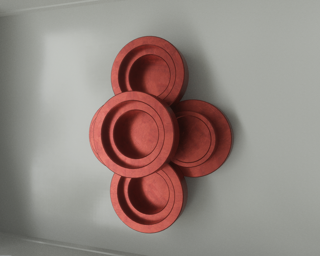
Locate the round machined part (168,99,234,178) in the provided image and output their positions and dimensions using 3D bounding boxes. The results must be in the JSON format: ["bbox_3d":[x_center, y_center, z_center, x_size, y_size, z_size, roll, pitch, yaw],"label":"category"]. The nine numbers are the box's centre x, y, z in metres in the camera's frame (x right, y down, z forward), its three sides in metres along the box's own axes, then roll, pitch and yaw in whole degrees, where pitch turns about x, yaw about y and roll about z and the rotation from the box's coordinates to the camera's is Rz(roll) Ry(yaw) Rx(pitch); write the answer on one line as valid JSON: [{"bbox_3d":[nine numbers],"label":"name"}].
[{"bbox_3d":[0.039,0.013,0.384,0.098,0.042,0.097,0,90,19],"label":"round machined part"}]

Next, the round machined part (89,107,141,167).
[{"bbox_3d":[-0.054,0.009,0.418,0.098,0.042,0.097,0,90,19],"label":"round machined part"}]

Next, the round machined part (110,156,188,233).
[{"bbox_3d":[-0.011,0.082,0.402,0.098,0.042,0.097,0,90,19],"label":"round machined part"}]

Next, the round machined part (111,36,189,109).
[{"bbox_3d":[-0.010,-0.065,0.402,0.098,0.042,0.097,0,90,19],"label":"round machined part"}]

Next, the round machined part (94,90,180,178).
[{"bbox_3d":[-0.024,0.007,0.362,0.098,0.042,0.097,0,90,19],"label":"round machined part"}]
